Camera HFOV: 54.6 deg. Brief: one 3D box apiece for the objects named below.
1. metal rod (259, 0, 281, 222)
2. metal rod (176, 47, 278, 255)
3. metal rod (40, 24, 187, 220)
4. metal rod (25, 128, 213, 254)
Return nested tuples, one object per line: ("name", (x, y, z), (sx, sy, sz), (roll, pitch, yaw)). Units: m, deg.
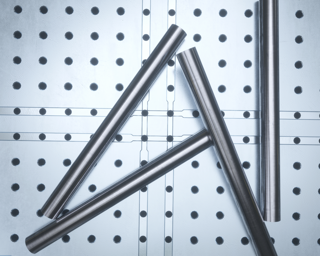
("metal rod", (0.146, -0.027, 0.414), (0.025, 0.025, 0.298), (-1, 90, 0))
("metal rod", (0.089, 0.043, 0.393), (0.025, 0.025, 0.299), (-23, 98, 0))
("metal rod", (-0.061, -0.008, 0.412), (0.025, 0.025, 0.299), (35, 90, 0))
("metal rod", (-0.042, 0.077, 0.413), (0.301, 0.025, 0.025), (-31, 90, 0))
